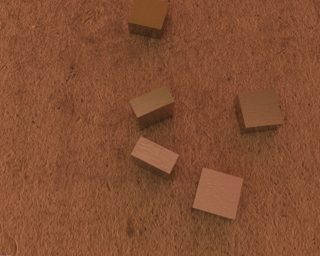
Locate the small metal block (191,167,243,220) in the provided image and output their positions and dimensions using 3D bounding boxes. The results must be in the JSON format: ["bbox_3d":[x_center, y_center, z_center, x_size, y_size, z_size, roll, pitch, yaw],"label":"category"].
[{"bbox_3d":[0.069,0.081,0.379,0.050,0.025,0.050,15,71,5],"label":"small metal block"}]

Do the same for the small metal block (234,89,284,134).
[{"bbox_3d":[0.132,-0.022,0.417,0.050,0.025,0.050,-6,70,-3],"label":"small metal block"}]

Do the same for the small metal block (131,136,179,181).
[{"bbox_3d":[-0.006,0.039,0.380,0.050,0.050,0.025,26,72,9],"label":"small metal block"}]

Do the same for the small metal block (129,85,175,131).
[{"bbox_3d":[-0.010,-0.025,0.404,0.050,0.050,0.025,-24,72,-9],"label":"small metal block"}]

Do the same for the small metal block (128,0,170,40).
[{"bbox_3d":[-0.016,-0.167,0.469,0.050,0.025,0.050,14,71,5],"label":"small metal block"}]
